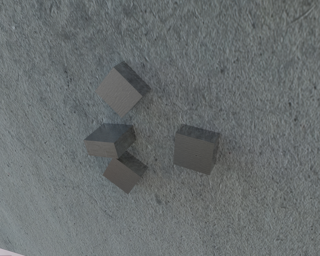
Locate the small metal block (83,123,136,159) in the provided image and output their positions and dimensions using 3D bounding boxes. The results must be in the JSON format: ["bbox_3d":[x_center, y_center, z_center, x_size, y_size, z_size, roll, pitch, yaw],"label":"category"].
[{"bbox_3d":[-0.070,0.017,0.438,0.050,0.050,0.025,4,120,26],"label":"small metal block"}]

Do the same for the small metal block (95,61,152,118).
[{"bbox_3d":[-0.048,-0.049,0.402,0.050,0.025,0.050,45,129,-4],"label":"small metal block"}]

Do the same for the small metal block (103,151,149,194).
[{"bbox_3d":[-0.054,0.067,0.476,0.050,0.025,0.050,37,129,3],"label":"small metal block"}]

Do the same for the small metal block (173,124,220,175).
[{"bbox_3d":[0.047,0.027,0.399,0.050,0.025,0.050,15,125,19],"label":"small metal block"}]
